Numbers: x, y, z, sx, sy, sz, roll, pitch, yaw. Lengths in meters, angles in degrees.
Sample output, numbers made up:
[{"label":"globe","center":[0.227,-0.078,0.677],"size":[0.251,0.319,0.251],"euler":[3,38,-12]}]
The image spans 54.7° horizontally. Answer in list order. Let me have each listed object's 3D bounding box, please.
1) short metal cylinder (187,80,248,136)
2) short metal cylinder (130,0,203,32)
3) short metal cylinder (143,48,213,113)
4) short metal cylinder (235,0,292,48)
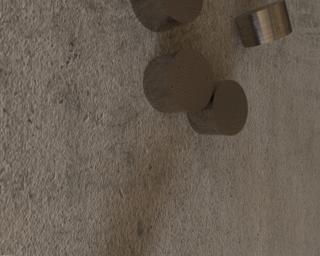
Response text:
[{"label":"short metal cylinder","center":[0.086,-0.029,0.460],"size":[0.081,0.050,0.080],"euler":[0,90,-40]},{"label":"short metal cylinder","center":[0.009,-0.168,0.395],"size":[0.081,0.050,0.080],"euler":[0,90,-40]},{"label":"short metal cylinder","center":[0.025,-0.060,0.409],"size":[0.081,0.050,0.080],"euler":[0,90,-40]},{"label":"short metal cylinder","center":[0.170,-0.172,0.511],"size":[0.081,0.080,0.050],"euler":[-35,112,-35]}]
